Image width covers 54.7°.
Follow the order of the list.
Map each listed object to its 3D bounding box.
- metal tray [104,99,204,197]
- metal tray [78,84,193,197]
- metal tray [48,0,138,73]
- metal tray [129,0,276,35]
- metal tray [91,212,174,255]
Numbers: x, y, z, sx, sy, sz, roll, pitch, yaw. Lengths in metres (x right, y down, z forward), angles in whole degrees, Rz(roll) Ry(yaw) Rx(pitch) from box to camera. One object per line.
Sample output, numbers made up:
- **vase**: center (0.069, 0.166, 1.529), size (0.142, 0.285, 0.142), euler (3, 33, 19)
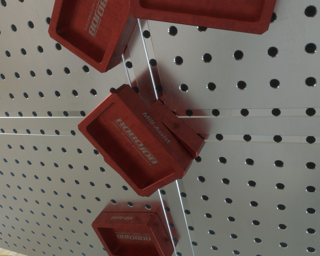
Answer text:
- **metal tray**: center (-0.013, 0.033, 0.434), size (0.090, 0.030, 0.129), euler (42, 129, -1)
- **metal tray**: center (-0.033, 0.020, 0.396), size (0.130, 0.030, 0.090), euler (49, 128, -7)
- **metal tray**: center (-0.072, -0.140, 0.357), size (0.090, 0.030, 0.129), euler (36, 129, 4)
- **metal tray**: center (0.040, -0.140, 0.278), size (0.131, 0.030, 0.089), euler (9, 124, 5)
- **metal tray**: center (-0.050, 0.195, 0.552), size (0.130, 0.030, 0.090), euler (-9, 114, 32)
